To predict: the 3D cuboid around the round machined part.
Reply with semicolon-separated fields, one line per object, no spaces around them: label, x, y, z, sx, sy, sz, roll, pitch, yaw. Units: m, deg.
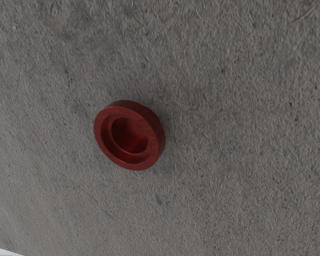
round machined part;-0.037;0.006;0.420;0.098;0.042;0.097;13;124;21
